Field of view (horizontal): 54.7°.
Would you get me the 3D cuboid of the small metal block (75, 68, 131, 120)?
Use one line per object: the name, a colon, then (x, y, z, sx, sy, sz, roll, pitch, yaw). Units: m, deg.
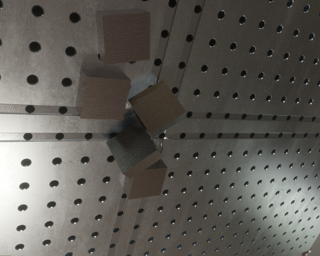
small metal block: (-0.065, -0.038, 0.353, 0.050, 0.025, 0.050, 1, 118, -29)

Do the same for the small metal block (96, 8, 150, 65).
small metal block: (-0.039, -0.098, 0.330, 0.050, 0.025, 0.050, -12, 124, -22)

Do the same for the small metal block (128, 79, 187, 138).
small metal block: (-0.004, -0.023, 0.377, 0.050, 0.050, 0.025, -32, 167, -9)

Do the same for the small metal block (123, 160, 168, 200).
small metal block: (-0.022, 0.072, 0.446, 0.050, 0.025, 0.050, -2, 119, -28)

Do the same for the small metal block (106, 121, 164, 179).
small metal block: (-0.032, 0.027, 0.389, 0.050, 0.050, 0.025, -34, 150, 1)
